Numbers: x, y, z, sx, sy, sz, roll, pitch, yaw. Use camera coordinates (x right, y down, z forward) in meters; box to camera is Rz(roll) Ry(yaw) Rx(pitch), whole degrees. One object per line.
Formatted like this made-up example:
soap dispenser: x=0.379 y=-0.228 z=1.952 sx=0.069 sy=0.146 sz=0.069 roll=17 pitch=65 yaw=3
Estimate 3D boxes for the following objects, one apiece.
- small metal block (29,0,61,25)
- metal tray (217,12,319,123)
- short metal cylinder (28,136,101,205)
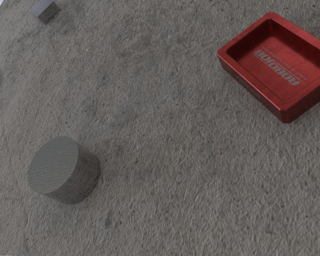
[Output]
small metal block: x=-0.262 y=-0.267 z=0.705 sx=0.050 sy=0.025 sz=0.050 roll=-49 pitch=52 yaw=-7
metal tray: x=0.142 y=-0.077 z=0.373 sx=0.090 sy=0.030 sz=0.130 roll=-37 pitch=51 yaw=3
short metal cylinder: x=-0.129 y=0.058 z=0.420 sx=0.080 sy=0.050 sz=0.080 roll=-13 pitch=56 yaw=21
